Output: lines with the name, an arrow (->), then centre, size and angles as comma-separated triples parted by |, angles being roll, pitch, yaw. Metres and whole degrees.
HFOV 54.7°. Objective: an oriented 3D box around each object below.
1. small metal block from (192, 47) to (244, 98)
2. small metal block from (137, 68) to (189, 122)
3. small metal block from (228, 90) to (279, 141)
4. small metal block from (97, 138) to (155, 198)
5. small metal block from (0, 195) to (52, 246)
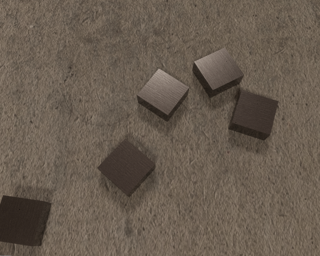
small metal block -> 0.081, -0.078, 0.438 | 0.050, 0.025, 0.050 | -27, 72, -10
small metal block -> 0.004, -0.045, 0.425 | 0.050, 0.025, 0.050 | 34, 73, 11
small metal block -> 0.125, -0.017, 0.416 | 0.050, 0.025, 0.050 | 18, 71, 6
small metal block -> -0.041, 0.050, 0.389 | 0.050, 0.025, 0.050 | 39, 74, 12
small metal block -> -0.163, 0.110, 0.366 | 0.050, 0.025, 0.050 | 8, 70, 2
